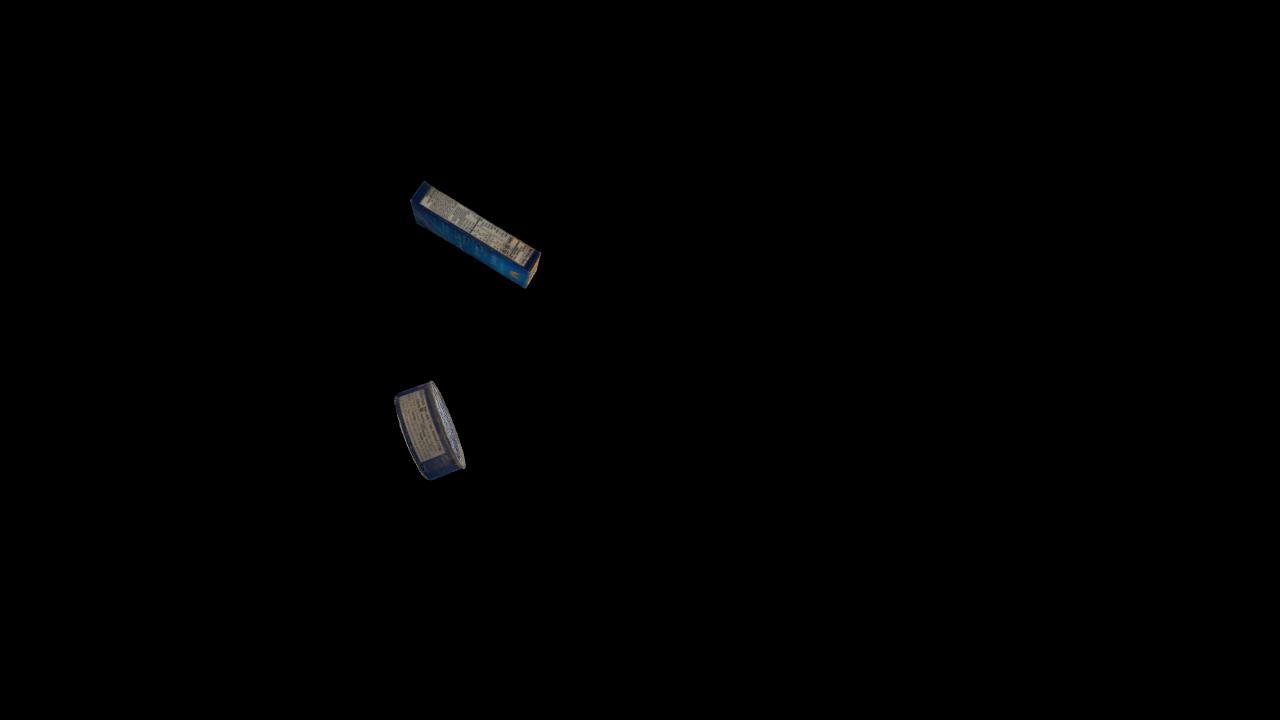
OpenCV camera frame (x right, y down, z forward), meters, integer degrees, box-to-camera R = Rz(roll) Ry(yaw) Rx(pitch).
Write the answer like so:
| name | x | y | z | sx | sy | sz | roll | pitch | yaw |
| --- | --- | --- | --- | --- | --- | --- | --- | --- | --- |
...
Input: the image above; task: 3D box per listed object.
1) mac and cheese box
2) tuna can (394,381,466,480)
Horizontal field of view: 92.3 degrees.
| name | x | y | z | sx | sy | sz | roll | pitch | yaw |
| --- | --- | --- | --- | --- | --- | --- | --- | --- | --- |
| mac and cheese box | -0.231 | -0.174 | 0.875 | 0.184 | 0.041 | 0.093 | 31 | -15 | -8 |
| tuna can | -0.185 | 0.063 | 0.545 | 0.034 | 0.084 | 0.084 | -21 | 5 | -12 |
